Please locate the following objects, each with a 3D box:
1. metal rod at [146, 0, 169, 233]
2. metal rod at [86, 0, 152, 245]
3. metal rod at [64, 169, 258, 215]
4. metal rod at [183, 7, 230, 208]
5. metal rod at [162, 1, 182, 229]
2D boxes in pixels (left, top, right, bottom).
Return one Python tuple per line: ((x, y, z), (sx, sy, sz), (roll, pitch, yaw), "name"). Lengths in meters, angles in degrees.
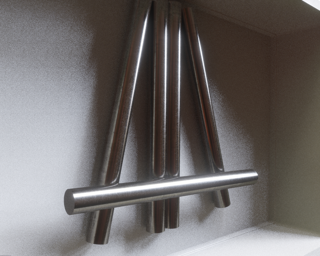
((-0.004, -0.017, 0.402), (0.025, 0.025, 0.298), (1, 89, -40), "metal rod")
((-0.046, -0.019, 0.366), (0.025, 0.025, 0.299), (16, 80, -39), "metal rod")
((0.029, 0.074, 0.395), (0.302, 0.025, 0.025), (2, 89, -40), "metal rod")
((0.067, -0.023, 0.461), (0.025, 0.025, 0.298), (-20, 103, -38), "metal rod")
((0.015, -0.017, 0.418), (0.025, 0.025, 0.298), (1, 89, -40), "metal rod")
